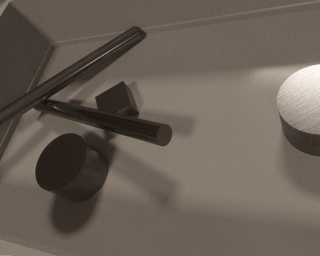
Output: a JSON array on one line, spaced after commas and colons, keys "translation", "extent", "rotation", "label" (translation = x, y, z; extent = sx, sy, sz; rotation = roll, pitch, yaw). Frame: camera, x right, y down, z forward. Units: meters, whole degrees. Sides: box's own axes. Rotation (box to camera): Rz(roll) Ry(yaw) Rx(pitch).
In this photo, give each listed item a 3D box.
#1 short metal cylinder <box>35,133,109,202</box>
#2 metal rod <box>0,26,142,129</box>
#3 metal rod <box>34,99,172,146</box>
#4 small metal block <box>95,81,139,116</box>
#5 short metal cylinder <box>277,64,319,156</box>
[{"translation": [-0.117, 0.054, 0.416], "extent": [0.080, 0.050, 0.080], "rotation": [-13, 56, 20], "label": "short metal cylinder"}, {"translation": [-0.161, -0.077, 0.505], "extent": [0.301, 0.025, 0.025], "rotation": [-34, 51, -7], "label": "metal rod"}, {"translation": [-0.103, -0.017, 0.440], "extent": [0.300, 0.025, 0.025], "rotation": [13, 68, 42], "label": "metal rod"}, {"translation": [-0.064, -0.034, 0.459], "extent": [0.050, 0.025, 0.050], "rotation": [-29, 52, 9], "label": "small metal block"}, {"translation": [0.164, -0.017, 0.314], "extent": [0.080, 0.050, 0.080], "rotation": [-13, 56, 20], "label": "short metal cylinder"}]
